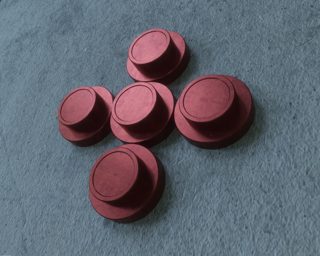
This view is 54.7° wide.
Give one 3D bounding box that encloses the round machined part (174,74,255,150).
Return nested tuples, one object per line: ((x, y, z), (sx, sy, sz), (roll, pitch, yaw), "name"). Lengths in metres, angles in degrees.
((0.062, -0.026, 0.377), (0.098, 0.042, 0.098), (-13, 56, 20), "round machined part")

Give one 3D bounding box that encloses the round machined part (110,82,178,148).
((-0.026, -0.024, 0.421), (0.098, 0.042, 0.098), (-13, 56, 20), "round machined part")

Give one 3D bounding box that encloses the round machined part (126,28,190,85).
((-0.008, -0.110, 0.465), (0.098, 0.042, 0.098), (-13, 56, 20), "round machined part")

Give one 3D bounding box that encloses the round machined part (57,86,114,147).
((-0.113, -0.024, 0.466), (0.098, 0.042, 0.098), (-13, 56, 20), "round machined part")

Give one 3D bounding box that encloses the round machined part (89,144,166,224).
((-0.046, 0.063, 0.378), (0.098, 0.042, 0.098), (-13, 56, 20), "round machined part")
